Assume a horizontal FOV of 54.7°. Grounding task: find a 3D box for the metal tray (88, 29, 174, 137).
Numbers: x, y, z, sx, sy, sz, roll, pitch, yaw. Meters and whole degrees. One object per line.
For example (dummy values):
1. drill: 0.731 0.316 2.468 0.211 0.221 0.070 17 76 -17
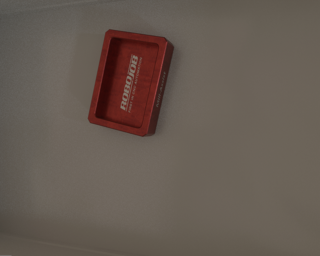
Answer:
1. metal tray: -0.040 -0.061 0.420 0.090 0.030 0.129 14 95 19
